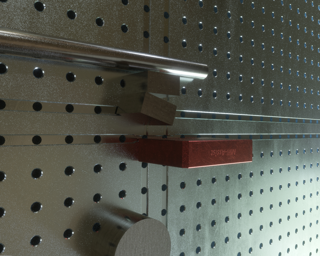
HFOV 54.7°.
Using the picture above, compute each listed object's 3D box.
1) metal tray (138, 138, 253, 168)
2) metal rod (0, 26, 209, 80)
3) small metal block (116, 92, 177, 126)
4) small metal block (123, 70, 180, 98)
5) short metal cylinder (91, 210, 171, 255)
[{"bbox_3d":[0.048,0.029,0.409,0.131,0.090,0.030,1,90,-40],"label":"metal tray"},{"bbox_3d":[-0.052,-0.083,0.366,0.302,0.025,0.025,-1,91,-40],"label":"metal rod"},{"bbox_3d":[-0.016,-0.022,0.381,0.050,0.050,0.025,21,77,-38],"label":"small metal block"},{"bbox_3d":[-0.011,-0.052,0.385,0.050,0.050,0.025,1,89,-40],"label":"small metal block"},{"bbox_3d":[-0.034,0.142,0.367,0.081,0.050,0.079,0,90,-40],"label":"short metal cylinder"}]
